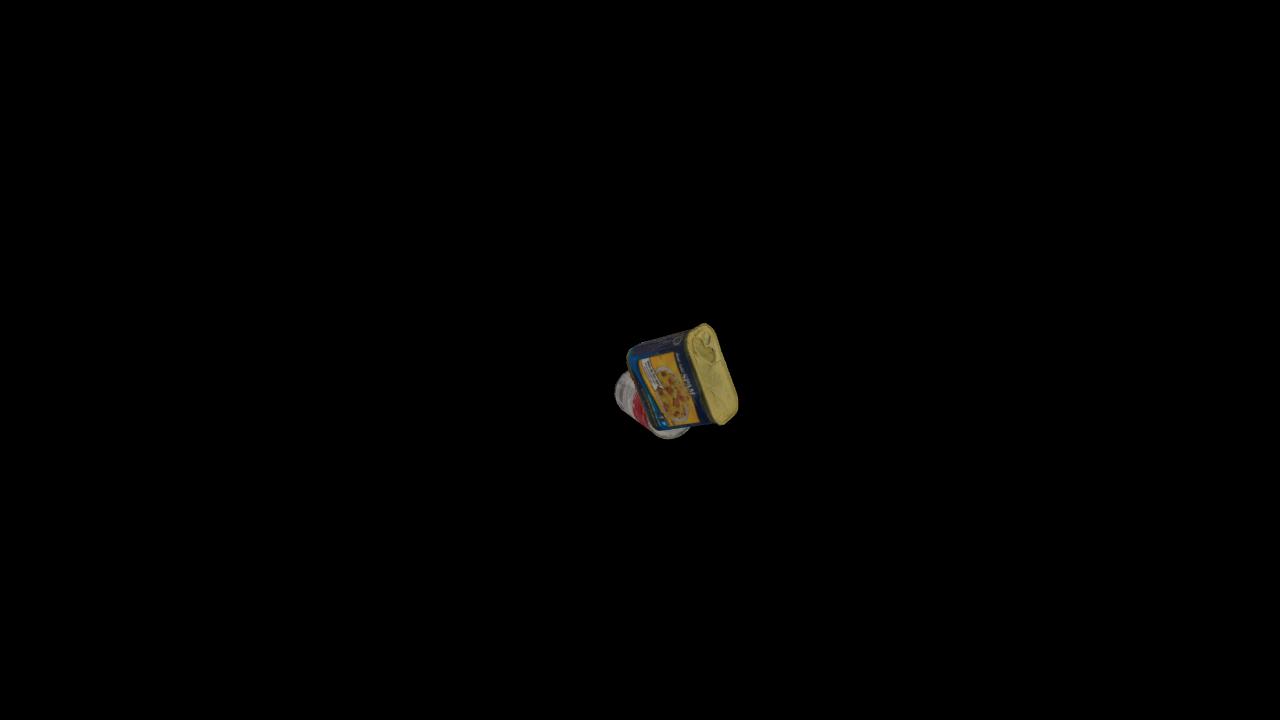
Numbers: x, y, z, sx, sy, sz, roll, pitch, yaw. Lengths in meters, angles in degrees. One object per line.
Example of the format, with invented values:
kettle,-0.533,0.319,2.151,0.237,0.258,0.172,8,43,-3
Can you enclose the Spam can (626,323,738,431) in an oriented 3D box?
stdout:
Spam can,0.043,0.021,0.643,0.085,0.101,0.058,-14,10,39

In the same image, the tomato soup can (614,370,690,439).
tomato soup can,0.017,0.051,0.765,0.068,0.068,0.101,0,12,-26
